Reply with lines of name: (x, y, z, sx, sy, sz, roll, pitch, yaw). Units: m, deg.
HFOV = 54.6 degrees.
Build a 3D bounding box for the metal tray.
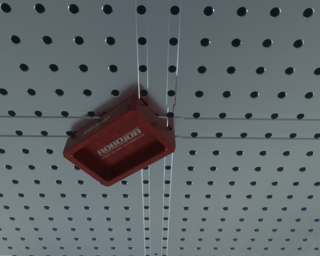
metal tray: (-0.055, 0.024, 0.427, 0.130, 0.030, 0.090, -30, 124, 23)
